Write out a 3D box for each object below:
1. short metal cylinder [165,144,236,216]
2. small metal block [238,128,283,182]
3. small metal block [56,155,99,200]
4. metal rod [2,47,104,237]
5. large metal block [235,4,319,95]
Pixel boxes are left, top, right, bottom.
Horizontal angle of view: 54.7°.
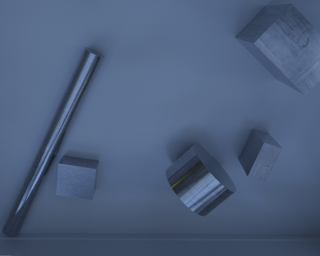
[{"bbox_3d":[0.054,0.068,0.408,0.080,0.080,0.050,42,105,-14],"label":"short metal cylinder"},{"bbox_3d":[0.132,0.035,0.413,0.025,0.050,0.050,17,109,-7],"label":"small metal block"},{"bbox_3d":[-0.115,0.070,0.435,0.050,0.025,0.050,9,110,-4],"label":"small metal block"},{"bbox_3d":[-0.151,0.031,0.420,0.025,0.025,0.298,27,108,-10],"label":"metal rod"},{"bbox_3d":[0.140,-0.091,0.350,0.080,0.080,0.050,40,105,-14],"label":"large metal block"}]
